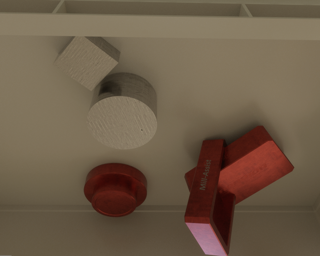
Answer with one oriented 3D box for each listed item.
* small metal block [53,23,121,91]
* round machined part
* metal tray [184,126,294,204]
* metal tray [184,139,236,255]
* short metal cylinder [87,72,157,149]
[{"bbox_3d":[-0.080,-0.077,0.342,0.050,0.025,0.050,35,121,-27],"label":"small metal block"},{"bbox_3d":[-0.070,0.103,0.485,0.099,0.042,0.097,-1,130,0],"label":"round machined part"},{"bbox_3d":[0.113,0.063,0.441,0.130,0.030,0.090,-36,130,16],"label":"metal tray"},{"bbox_3d":[0.074,0.090,0.416,0.030,0.130,0.090,-6,132,27],"label":"metal tray"},{"bbox_3d":[-0.044,-0.020,0.375,0.081,0.050,0.079,0,130,0],"label":"short metal cylinder"}]
